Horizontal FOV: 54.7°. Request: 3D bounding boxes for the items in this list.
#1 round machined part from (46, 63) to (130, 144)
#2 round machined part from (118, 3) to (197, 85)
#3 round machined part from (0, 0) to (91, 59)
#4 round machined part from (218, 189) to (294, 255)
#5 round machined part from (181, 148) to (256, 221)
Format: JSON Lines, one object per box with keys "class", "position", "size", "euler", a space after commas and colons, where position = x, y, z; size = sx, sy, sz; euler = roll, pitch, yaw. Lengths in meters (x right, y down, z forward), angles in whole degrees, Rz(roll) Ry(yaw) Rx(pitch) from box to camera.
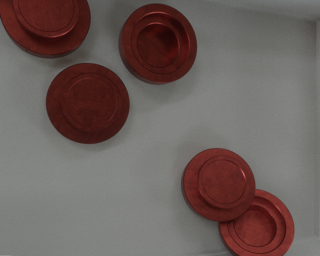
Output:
{"class": "round machined part", "position": [-0.084, -0.029, 0.370], "size": [0.099, 0.042, 0.097], "euler": [0, 90, -20]}
{"class": "round machined part", "position": [-0.005, -0.104, 0.399], "size": [0.099, 0.042, 0.097], "euler": [0, 90, -20]}
{"class": "round machined part", "position": [-0.129, -0.132, 0.354], "size": [0.099, 0.042, 0.097], "euler": [0, 90, -20]}
{"class": "round machined part", "position": [0.131, 0.138, 0.432], "size": [0.099, 0.042, 0.098], "euler": [-3, 59, 5]}
{"class": "round machined part", "position": [0.080, 0.074, 0.413], "size": [0.099, 0.042, 0.098], "euler": [2, 72, -5]}
